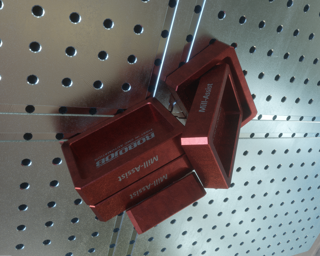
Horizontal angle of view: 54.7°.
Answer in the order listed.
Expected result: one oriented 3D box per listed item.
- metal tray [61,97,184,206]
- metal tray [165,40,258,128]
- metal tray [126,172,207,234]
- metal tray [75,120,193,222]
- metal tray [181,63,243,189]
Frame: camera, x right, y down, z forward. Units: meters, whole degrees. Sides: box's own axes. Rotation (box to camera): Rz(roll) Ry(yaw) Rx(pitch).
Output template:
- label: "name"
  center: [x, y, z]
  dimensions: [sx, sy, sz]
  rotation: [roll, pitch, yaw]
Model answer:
- label: "metal tray"
  center: [-0.041, 0.021, 0.360]
  dimensions: [0.131, 0.090, 0.030]
  rotation: [-29, 129, -11]
- label: "metal tray"
  center: [0.075, -0.041, 0.424]
  dimensions: [0.090, 0.030, 0.130]
  rotation: [-38, 130, -3]
- label: "metal tray"
  center: [0.000, 0.092, 0.410]
  dimensions: [0.090, 0.130, 0.030]
  rotation: [-28, 87, -10]
- label: "metal tray"
  center: [-0.031, 0.044, 0.378]
  dimensions: [0.131, 0.090, 0.030]
  rotation: [-29, 129, -11]
- label: "metal tray"
  center: [0.069, -0.004, 0.375]
  dimensions: [0.090, 0.030, 0.130]
  rotation: [61, 37, -39]
